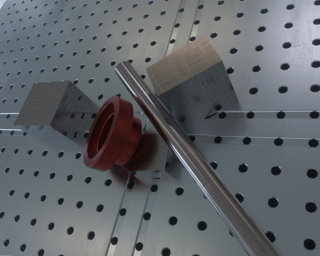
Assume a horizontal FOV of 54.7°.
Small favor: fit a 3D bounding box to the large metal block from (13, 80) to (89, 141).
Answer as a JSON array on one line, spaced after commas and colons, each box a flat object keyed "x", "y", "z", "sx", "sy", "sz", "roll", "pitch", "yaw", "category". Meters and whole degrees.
[{"x": -0.174, "y": -0.027, "z": 0.501, "sx": 0.080, "sy": 0.050, "sz": 0.080, "roll": 1, "pitch": 62, "yaw": 28, "category": "large metal block"}]

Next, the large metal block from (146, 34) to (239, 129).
[{"x": 0.041, "y": -0.054, "z": 0.384, "sx": 0.080, "sy": 0.080, "sz": 0.050, "roll": -28, "pitch": 52, "yaw": 10, "category": "large metal block"}]

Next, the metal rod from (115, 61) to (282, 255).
[{"x": 0.025, "y": 0.021, "z": 0.356, "sx": 0.025, "sy": 0.025, "sz": 0.300, "roll": -38, "pitch": 59, "yaw": 3, "category": "metal rod"}]

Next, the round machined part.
[{"x": -0.059, "y": 0.010, "z": 0.404, "sx": 0.098, "sy": 0.042, "sz": 0.098, "roll": -42, "pitch": 35, "yaw": 40, "category": "round machined part"}]

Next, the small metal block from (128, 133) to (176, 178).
[{"x": -0.008, "y": 0.035, "z": 0.391, "sx": 0.050, "sy": 0.025, "sz": 0.050, "roll": -5, "pitch": 59, "yaw": 25, "category": "small metal block"}]
